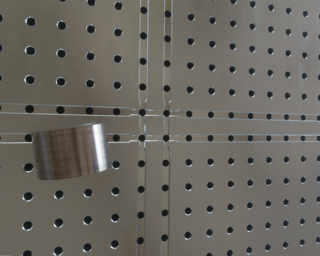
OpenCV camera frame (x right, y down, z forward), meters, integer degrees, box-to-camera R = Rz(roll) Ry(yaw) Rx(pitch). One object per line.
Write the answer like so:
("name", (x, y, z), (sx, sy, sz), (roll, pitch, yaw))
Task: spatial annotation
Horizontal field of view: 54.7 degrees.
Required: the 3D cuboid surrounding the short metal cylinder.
("short metal cylinder", (-0.098, 0.024, 0.348), (0.081, 0.080, 0.050), (-8, 93, -20))
